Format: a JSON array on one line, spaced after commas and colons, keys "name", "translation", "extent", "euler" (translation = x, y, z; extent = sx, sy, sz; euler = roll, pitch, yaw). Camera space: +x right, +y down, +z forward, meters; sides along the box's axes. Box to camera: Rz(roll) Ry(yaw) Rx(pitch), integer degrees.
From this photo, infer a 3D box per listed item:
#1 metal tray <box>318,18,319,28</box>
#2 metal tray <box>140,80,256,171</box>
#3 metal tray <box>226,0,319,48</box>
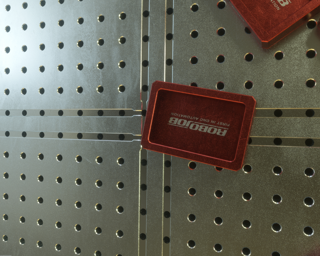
[{"name": "metal tray", "translation": [0.246, -0.094, 0.323], "extent": [0.090, 0.030, 0.130], "euler": [-36, 79, 16]}, {"name": "metal tray", "translation": [0.047, -0.005, 0.392], "extent": [0.130, 0.030, 0.089], "euler": [12, 94, 19]}, {"name": "metal tray", "translation": [0.124, -0.173, 0.365], "extent": [0.090, 0.030, 0.130], "euler": [-36, 79, 16]}]
